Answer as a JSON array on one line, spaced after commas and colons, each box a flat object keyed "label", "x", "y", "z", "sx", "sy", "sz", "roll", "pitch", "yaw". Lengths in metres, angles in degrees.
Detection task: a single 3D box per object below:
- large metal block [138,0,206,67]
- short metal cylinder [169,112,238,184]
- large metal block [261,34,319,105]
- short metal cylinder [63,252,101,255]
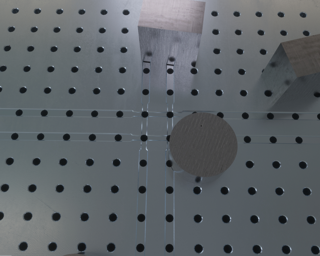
[{"label": "large metal block", "x": 0.016, "y": -0.132, "z": 0.431, "sx": 0.080, "sy": 0.080, "sz": 0.050, "roll": 8, "pitch": 70, "yaw": 3}, {"label": "short metal cylinder", "x": 0.051, "y": 0.027, "z": 0.389, "sx": 0.081, "sy": 0.050, "sz": 0.080, "roll": 0, "pitch": 70, "yaw": 0}, {"label": "large metal block", "x": 0.193, "y": -0.078, "z": 0.412, "sx": 0.081, "sy": 0.080, "sz": 0.050, "roll": -14, "pitch": 71, "yaw": -5}, {"label": "short metal cylinder", "x": -0.089, "y": 0.177, "z": 0.333, "sx": 0.081, "sy": 0.050, "sz": 0.080, "roll": 0, "pitch": 70, "yaw": 0}]
